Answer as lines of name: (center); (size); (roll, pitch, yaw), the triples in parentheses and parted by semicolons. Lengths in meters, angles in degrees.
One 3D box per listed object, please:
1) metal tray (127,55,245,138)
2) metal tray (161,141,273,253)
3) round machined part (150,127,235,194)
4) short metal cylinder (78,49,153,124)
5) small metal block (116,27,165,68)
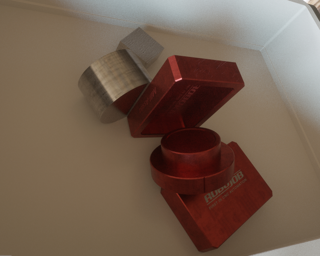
metal tray: (0.026, -0.031, 0.372); (0.091, 0.129, 0.030); (-1, 62, -29)
metal tray: (0.076, 0.082, 0.395); (0.131, 0.030, 0.090); (-26, 76, -37)
round machined part: (0.037, 0.031, 0.362); (0.099, 0.042, 0.098); (-5, 24, 2)
short metal cylinder: (-0.050, -0.049, 0.374); (0.081, 0.080, 0.050); (-26, 77, -37)
small metal block: (-0.030, -0.116, 0.462); (0.050, 0.025, 0.050); (40, 51, -2)
